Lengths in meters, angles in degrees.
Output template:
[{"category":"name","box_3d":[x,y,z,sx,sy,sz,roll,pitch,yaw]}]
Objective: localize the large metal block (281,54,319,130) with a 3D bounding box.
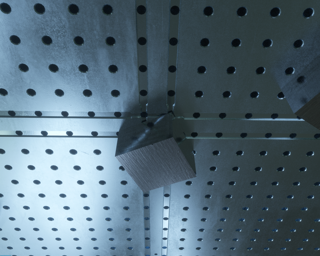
[{"category":"large metal block","box_3d":[0.207,-0.041,0.362,0.080,0.050,0.080,27,125,-21]}]

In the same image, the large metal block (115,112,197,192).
[{"category":"large metal block","box_3d":[-0.004,0.035,0.425,0.080,0.050,0.080,-19,128,16]}]
